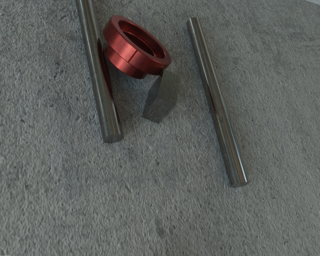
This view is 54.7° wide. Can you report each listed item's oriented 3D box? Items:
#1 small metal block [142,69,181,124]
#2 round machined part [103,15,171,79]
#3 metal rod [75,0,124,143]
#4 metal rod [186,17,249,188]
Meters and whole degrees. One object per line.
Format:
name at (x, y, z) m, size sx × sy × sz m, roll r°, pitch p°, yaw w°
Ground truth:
small metal block at (0.002, -0.041, 0.414) m, size 0.025 × 0.050 × 0.050 m, roll 23°, pitch 53°, yaw -15°
round machined part at (-0.036, -0.104, 0.422) m, size 0.098 × 0.042 × 0.098 m, roll 32°, pitch 28°, yaw -19°
metal rod at (-0.092, -0.119, 0.426) m, size 0.025 × 0.025 × 0.299 m, roll -2°, pitch 63°, yaw -29°
metal rod at (0.083, -0.055, 0.481) m, size 0.025 × 0.025 × 0.299 m, roll 4°, pitch 60°, yaw -26°
